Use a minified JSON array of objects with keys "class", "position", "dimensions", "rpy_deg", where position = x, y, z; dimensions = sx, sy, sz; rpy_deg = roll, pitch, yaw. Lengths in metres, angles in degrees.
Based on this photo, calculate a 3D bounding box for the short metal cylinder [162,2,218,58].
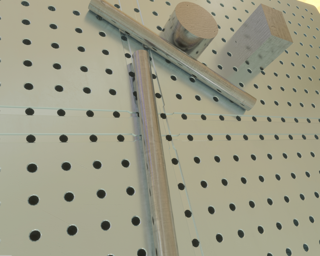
[{"class":"short metal cylinder","position":[0.050,-0.164,0.521],"dimensions":[0.081,0.050,0.080],"rpy_deg":[14,56,-21]}]

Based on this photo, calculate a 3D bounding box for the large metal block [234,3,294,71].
[{"class":"large metal block","position":[0.191,-0.169,0.582],"dimensions":[0.050,0.080,0.080],"rpy_deg":[10,58,-24]}]

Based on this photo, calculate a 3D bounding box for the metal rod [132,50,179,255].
[{"class":"metal rod","position":[-0.009,0.023,0.390],"dimensions":[0.025,0.025,0.299],"rpy_deg":[6,59,-26]}]

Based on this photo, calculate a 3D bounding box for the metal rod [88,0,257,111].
[{"class":"metal rod","position":[0.025,-0.115,0.493],"dimensions":[0.301,0.025,0.025],"rpy_deg":[31,52,-9]}]
